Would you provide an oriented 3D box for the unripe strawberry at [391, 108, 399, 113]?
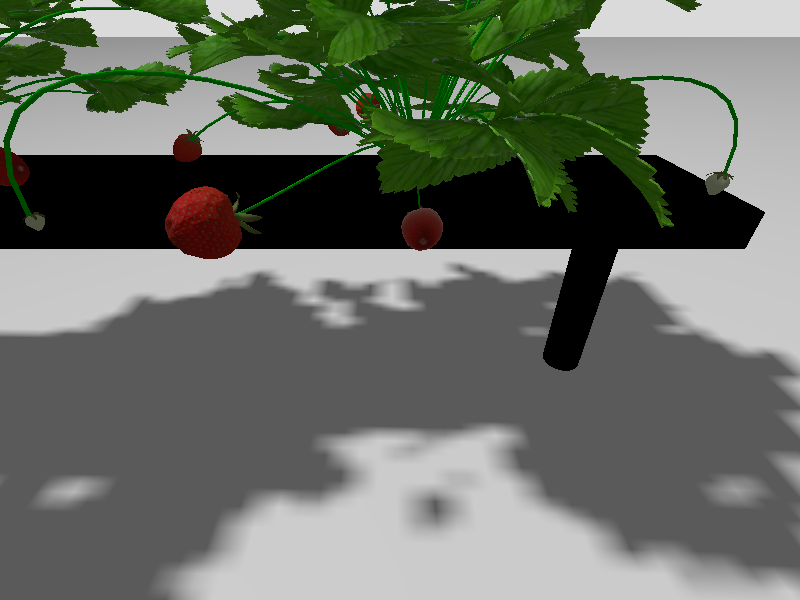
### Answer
[{"bbox_3d":[-0.007,-0.247,0.527,0.010,0.011,0.011,-3,35,-5],"label":"unripe strawberry"}]

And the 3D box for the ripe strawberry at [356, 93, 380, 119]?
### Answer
[{"bbox_3d":[-0.044,-0.261,0.543,0.033,0.035,0.035,-8,28,-11],"label":"ripe strawberry"}]

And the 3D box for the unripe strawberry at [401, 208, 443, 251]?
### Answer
[{"bbox_3d":[0.013,-0.039,0.231,0.024,0.025,0.026,1,35,1],"label":"unripe strawberry"}]

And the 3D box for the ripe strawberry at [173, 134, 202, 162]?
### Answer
[{"bbox_3d":[-0.202,-0.142,0.378,0.027,0.023,0.027,-31,22,29],"label":"ripe strawberry"}]

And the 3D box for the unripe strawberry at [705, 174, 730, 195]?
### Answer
[{"bbox_3d":[0.246,-0.090,0.311,0.016,0.016,0.015,6,35,9],"label":"unripe strawberry"}]

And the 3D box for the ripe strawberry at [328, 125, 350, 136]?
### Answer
[{"bbox_3d":[-0.073,-0.210,0.472,0.029,0.030,0.031,-18,38,-24],"label":"ripe strawberry"}]

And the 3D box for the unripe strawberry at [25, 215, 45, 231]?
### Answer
[{"bbox_3d":[-0.231,-0.049,0.254,0.010,0.010,0.011,-15,37,-20],"label":"unripe strawberry"}]

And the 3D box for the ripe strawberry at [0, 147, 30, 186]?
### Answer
[{"bbox_3d":[-0.314,-0.106,0.319,0.030,0.032,0.028,8,36,10],"label":"ripe strawberry"}]

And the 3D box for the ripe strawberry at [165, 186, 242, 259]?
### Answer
[{"bbox_3d":[-0.108,-0.041,0.219,0.034,0.039,0.037,26,43,32],"label":"ripe strawberry"}]
